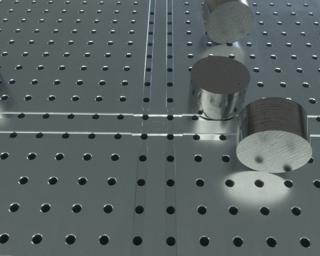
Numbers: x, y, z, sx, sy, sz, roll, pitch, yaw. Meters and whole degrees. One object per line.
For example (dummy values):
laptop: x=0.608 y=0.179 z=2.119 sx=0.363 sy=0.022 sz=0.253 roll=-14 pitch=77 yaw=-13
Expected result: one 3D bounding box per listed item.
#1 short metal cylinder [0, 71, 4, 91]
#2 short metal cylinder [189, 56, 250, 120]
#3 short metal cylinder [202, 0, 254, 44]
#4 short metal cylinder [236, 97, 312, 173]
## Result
short metal cylinder: x=-0.281 y=-0.080 z=0.456 sx=0.081 sy=0.050 sz=0.080 roll=0 pitch=50 yaw=0
short metal cylinder: x=0.082 y=-0.058 z=0.440 sx=0.081 sy=0.050 sz=0.080 roll=0 pitch=50 yaw=0
short metal cylinder: x=0.116 y=-0.193 z=0.535 sx=0.081 sy=0.080 sz=0.050 roll=-2 pitch=50 yaw=-2
short metal cylinder: x=0.132 y=0.010 z=0.364 sx=0.080 sy=0.080 sz=0.050 roll=9 pitch=51 yaw=7
